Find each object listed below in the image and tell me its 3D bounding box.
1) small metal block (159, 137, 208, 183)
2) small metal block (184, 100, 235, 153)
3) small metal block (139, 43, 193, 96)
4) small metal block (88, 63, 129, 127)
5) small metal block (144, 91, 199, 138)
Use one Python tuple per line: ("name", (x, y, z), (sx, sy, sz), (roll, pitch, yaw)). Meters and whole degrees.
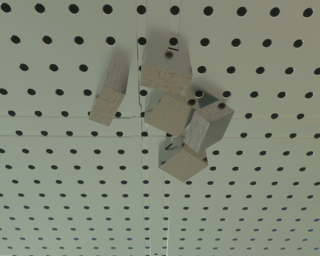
("small metal block", (0.033, 0.047, 0.452), (0.050, 0.025, 0.050), (34, 122, -26))
("small metal block", (0.062, -0.002, 0.392), (0.050, 0.025, 0.050), (-24, 144, -38))
("small metal block", (0.006, -0.065, 0.340), (0.050, 0.050, 0.025), (12, 129, -10))
("small metal block", (-0.059, -0.039, 0.362), (0.025, 0.050, 0.050), (21, 127, -17))
("small metal block", (0.015, -0.022, 0.393), (0.050, 0.025, 0.050), (25, 126, -20))
